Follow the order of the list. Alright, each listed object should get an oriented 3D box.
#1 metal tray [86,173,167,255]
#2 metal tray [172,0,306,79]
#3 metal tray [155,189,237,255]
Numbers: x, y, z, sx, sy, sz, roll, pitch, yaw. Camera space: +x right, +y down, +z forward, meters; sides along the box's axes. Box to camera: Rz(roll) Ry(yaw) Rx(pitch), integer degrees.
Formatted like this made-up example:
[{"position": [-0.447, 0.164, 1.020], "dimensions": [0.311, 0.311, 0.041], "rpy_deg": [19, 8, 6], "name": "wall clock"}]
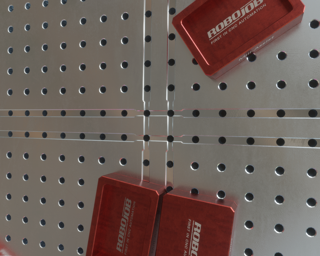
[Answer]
[{"position": [-0.048, 0.136, 0.427], "dimensions": [0.090, 0.030, 0.129], "rpy_deg": [11, 94, 19], "name": "metal tray"}, {"position": [0.092, -0.132, 0.377], "dimensions": [0.130, 0.030, 0.090], "rpy_deg": [-34, 79, 17], "name": "metal tray"}, {"position": [0.043, 0.152, 0.395], "dimensions": [0.090, 0.030, 0.129], "rpy_deg": [8, 93, 19], "name": "metal tray"}]
